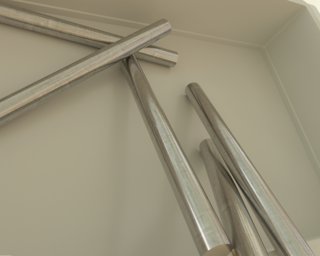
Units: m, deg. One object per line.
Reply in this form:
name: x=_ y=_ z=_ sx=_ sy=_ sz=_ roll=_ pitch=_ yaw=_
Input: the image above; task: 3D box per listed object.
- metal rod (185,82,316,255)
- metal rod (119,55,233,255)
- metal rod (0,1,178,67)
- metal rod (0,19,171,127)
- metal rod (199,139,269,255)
metal rod: x=0.080 y=0.026 z=0.352 sx=0.025 sy=0.025 sz=0.300 roll=13 pitch=30 yaw=-22
metal rod: x=-0.002 y=-0.002 z=0.335 sx=0.025 sy=0.025 sz=0.300 roll=5 pitch=37 yaw=-26
metal rod: x=-0.114 y=-0.130 z=0.424 sx=0.302 sy=0.025 sz=0.025 roll=10 pitch=58 yaw=-24
metal rod: x=-0.092 y=-0.073 z=0.381 sx=0.302 sy=0.025 sz=0.025 roll=-38 pitch=84 yaw=-33
metal rod: x=0.067 y=0.074 z=0.289 sx=0.025 sy=0.025 sz=0.300 roll=30 pitch=16 yaw=-9
